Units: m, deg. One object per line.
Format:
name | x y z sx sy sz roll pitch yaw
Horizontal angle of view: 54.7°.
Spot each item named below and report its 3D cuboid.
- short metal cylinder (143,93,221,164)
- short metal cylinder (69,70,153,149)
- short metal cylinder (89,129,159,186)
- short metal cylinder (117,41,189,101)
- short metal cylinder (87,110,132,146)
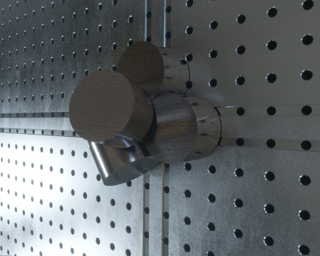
short metal cylinder | 0.025 0.001 0.370 0.080 0.050 0.079 0 90 39
short metal cylinder | -0.055 -0.020 0.352 0.080 0.050 0.080 -5 77 21
short metal cylinder | -0.046 0.035 0.409 0.080 0.081 0.050 -41 66 32
short metal cylinder | -0.010 -0.066 0.398 0.080 0.050 0.079 0 90 39
short metal cylinder | -0.066 -0.007 0.426 0.080 0.081 0.050 -41 65 32
